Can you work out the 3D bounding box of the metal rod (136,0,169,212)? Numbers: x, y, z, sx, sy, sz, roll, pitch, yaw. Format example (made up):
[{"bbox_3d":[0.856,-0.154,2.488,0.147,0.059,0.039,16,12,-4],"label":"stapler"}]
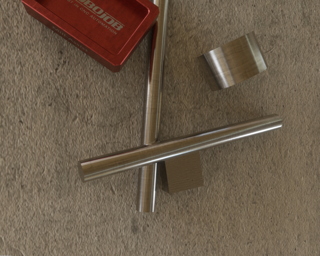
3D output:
[{"bbox_3d":[-0.009,-0.042,0.405,0.025,0.025,0.298,4,89,-20],"label":"metal rod"}]

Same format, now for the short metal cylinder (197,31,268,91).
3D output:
[{"bbox_3d":[0.096,-0.089,0.415,0.080,0.080,0.050,-28,100,-18],"label":"short metal cylinder"}]

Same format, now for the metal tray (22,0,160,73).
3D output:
[{"bbox_3d":[-0.078,-0.139,0.364,0.130,0.030,0.090,35,79,-6],"label":"metal tray"}]

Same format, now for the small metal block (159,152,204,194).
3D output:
[{"bbox_3d":[0.028,0.057,0.419,0.050,0.025,0.050,-9,93,-20],"label":"small metal block"}]

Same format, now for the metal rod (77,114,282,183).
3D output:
[{"bbox_3d":[0.045,0.019,0.405,0.303,0.025,0.025,-12,95,-27],"label":"metal rod"}]
